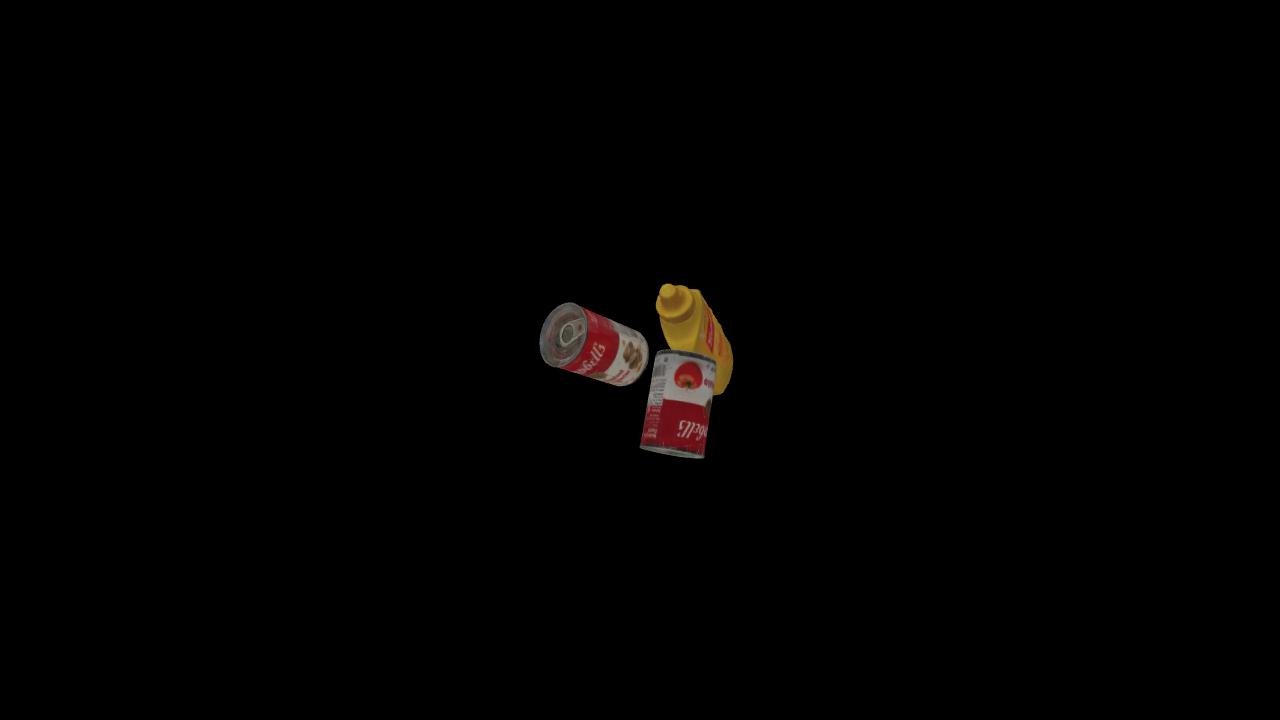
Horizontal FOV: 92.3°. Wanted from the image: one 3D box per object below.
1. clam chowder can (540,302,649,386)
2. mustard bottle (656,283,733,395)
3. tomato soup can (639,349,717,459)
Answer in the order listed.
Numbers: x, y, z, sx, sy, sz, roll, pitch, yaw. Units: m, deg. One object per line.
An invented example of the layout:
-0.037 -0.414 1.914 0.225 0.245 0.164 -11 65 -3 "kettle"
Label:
-0.046 -0.014 0.652 0.068 0.068 0.102 0 -13 40 "clam chowder can"
0.061 -0.033 0.718 0.054 0.092 0.184 0 -27 24 "mustard bottle"
0.040 0.046 0.635 0.068 0.101 0.068 9 -13 2 "tomato soup can"
